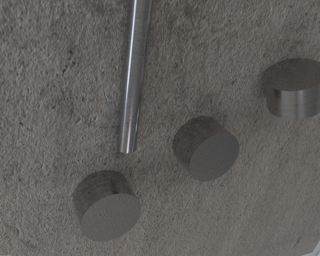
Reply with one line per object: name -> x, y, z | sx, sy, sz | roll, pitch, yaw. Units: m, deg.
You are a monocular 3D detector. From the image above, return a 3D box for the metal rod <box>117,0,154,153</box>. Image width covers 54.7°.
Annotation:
metal rod -> -0.023, -0.104, 0.329 | 0.025, 0.025, 0.298 | -6, 121, -26

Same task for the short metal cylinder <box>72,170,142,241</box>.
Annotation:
short metal cylinder -> -0.072, 0.104, 0.416 | 0.081, 0.050, 0.079 | -14, 124, -21

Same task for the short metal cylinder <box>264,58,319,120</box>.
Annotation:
short metal cylinder -> 0.192, -0.056, 0.441 | 0.080, 0.080, 0.050 | -29, 128, -10

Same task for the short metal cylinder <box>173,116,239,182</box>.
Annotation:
short metal cylinder -> 0.065, 0.030, 0.445 | 0.081, 0.050, 0.079 | -14, 124, -21
